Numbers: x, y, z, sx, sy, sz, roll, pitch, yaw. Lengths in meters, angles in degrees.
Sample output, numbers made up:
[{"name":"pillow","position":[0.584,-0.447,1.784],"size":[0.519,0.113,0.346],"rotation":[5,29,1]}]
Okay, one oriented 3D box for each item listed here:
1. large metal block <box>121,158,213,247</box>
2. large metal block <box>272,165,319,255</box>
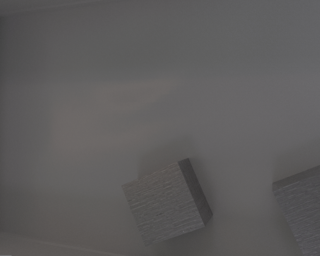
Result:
[{"name":"large metal block","position":[0.010,0.092,0.394],"size":[0.080,0.050,0.080],"rotation":[-25,82,18]},{"name":"large metal block","position":[0.178,0.086,0.334],"size":[0.080,0.050,0.080],"rotation":[-26,81,18]}]
